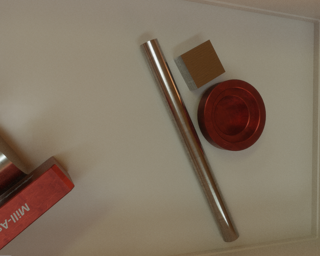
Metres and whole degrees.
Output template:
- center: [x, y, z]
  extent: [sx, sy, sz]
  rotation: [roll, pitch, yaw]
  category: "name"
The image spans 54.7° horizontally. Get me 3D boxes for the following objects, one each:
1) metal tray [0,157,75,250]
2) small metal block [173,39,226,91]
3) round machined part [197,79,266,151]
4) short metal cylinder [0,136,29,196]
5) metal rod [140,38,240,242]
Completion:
- center: [-0.153, 0.086, 0.319]
  extent: [0.130, 0.090, 0.030]
  rotation: [-40, 103, -16]
  category: "metal tray"
- center: [0.055, -0.087, 0.432]
  extent: [0.050, 0.025, 0.050]
  rotation: [-32, 101, -17]
  category: "small metal block"
- center: [0.096, -0.018, 0.439]
  extent: [0.099, 0.042, 0.097]
  rotation: [0, 90, -21]
  category: "round machined part"
- center: [-0.182, 0.033, 0.314]
  extent: [0.050, 0.080, 0.080]
  rotation: [-40, 103, -16]
  category: "short metal cylinder"
- center: [0.044, 0.023, 0.428]
  extent: [0.025, 0.025, 0.299]
  rotation: [-27, 99, -18]
  category: "metal rod"
